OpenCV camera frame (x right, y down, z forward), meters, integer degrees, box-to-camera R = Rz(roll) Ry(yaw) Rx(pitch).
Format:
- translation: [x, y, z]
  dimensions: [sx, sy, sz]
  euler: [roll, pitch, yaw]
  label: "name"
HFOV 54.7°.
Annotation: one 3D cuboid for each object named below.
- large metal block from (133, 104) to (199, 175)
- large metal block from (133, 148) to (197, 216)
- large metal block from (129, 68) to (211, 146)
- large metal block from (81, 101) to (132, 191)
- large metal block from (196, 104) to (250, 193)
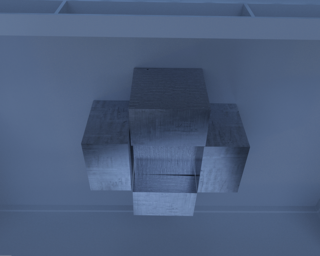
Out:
- translation: [0.008, 0.015, 0.402]
  dimensions: [0.081, 0.050, 0.079]
  euler: [0, 130, -1]
  label: "large metal block"
- translation: [0.005, 0.074, 0.434]
  dimensions: [0.081, 0.080, 0.050]
  euler: [1, 130, -1]
  label: "large metal block"
- translation: [0.009, -0.025, 0.349]
  dimensions: [0.081, 0.080, 0.050]
  euler: [1, 130, -1]
  label: "large metal block"
- translation: [-0.060, 0.021, 0.389]
  dimensions: [0.050, 0.080, 0.079]
  euler: [1, 130, -1]
  label: "large metal block"
- translation: [0.073, 0.025, 0.394]
  dimensions: [0.050, 0.080, 0.079]
  euler: [1, 130, -1]
  label: "large metal block"
